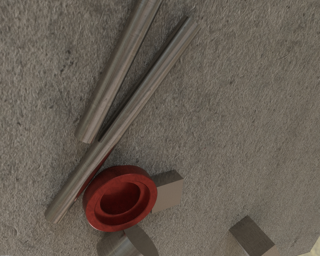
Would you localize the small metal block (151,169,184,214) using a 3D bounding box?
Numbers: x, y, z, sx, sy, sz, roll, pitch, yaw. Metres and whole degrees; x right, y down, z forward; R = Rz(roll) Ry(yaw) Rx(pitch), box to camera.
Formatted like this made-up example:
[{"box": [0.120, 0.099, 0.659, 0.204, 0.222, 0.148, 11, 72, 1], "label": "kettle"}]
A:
[{"box": [0.005, 0.096, 0.468, 0.050, 0.025, 0.050, -12, 124, -28], "label": "small metal block"}]

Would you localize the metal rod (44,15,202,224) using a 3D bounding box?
[{"box": [-0.051, -0.003, 0.378, 0.025, 0.025, 0.299, 29, 102, -38], "label": "metal rod"}]

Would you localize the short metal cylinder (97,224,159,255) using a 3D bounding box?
[{"box": [-0.047, 0.182, 0.460, 0.050, 0.080, 0.080, -44, 130, 2], "label": "short metal cylinder"}]

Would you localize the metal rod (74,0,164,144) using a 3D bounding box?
[{"box": [-0.020, -0.114, 0.326, 0.025, 0.025, 0.298, 18, 109, -36], "label": "metal rod"}]

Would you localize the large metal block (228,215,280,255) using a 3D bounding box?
[{"box": [0.194, 0.237, 0.627, 0.050, 0.080, 0.080, -37, 130, -4], "label": "large metal block"}]

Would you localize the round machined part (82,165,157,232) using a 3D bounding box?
[{"box": [-0.057, 0.090, 0.422, 0.099, 0.042, 0.097, -14, 124, -21], "label": "round machined part"}]
